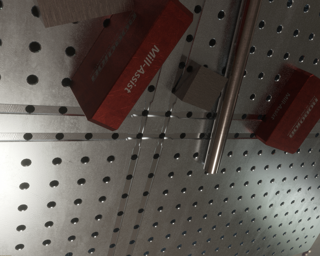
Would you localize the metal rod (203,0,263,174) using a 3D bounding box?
[{"bbox_3d":[0.100,-0.064,0.428,0.025,0.025,0.298,-7,122,-25],"label":"metal rod"}]

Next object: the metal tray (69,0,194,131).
[{"bbox_3d":[-0.035,-0.073,0.306,0.030,0.090,0.130,28,103,-38],"label":"metal tray"}]

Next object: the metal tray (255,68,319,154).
[{"bbox_3d":[0.228,-0.024,0.521,0.091,0.030,0.129,17,109,-35],"label":"metal tray"}]

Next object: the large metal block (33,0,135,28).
[{"bbox_3d":[-0.074,-0.141,0.268,0.081,0.050,0.079,-19,126,-18],"label":"large metal block"}]

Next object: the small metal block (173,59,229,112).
[{"bbox_3d":[0.054,-0.055,0.408,0.050,0.025,0.050,17,109,-35],"label":"small metal block"}]
